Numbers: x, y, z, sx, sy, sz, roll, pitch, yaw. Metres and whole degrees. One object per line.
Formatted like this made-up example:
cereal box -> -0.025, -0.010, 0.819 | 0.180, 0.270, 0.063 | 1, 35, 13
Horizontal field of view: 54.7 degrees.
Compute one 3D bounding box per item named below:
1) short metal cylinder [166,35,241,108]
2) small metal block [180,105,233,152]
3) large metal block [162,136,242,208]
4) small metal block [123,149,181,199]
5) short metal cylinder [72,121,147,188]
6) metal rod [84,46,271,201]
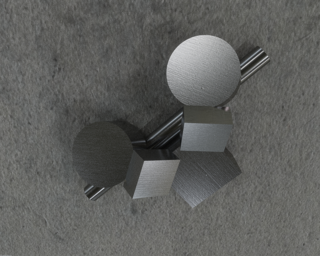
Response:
short metal cylinder -> 0.053, -0.062, 0.360 | 0.080, 0.050, 0.079 | 0, 92, 15
small metal block -> 0.050, 0.002, 0.346 | 0.050, 0.025, 0.050 | 2, 141, -1
large metal block -> 0.047, 0.045, 0.413 | 0.080, 0.050, 0.080 | -40, 106, 13
small metal block -> -0.010, 0.053, 0.364 | 0.050, 0.025, 0.050 | 3, 114, -36
short metal cylinder -> -0.062, 0.031, 0.393 | 0.080, 0.050, 0.079 | 0, 92, 15
metal rod -> 0.014, 0.002, 0.411 | 0.300, 0.025, 0.025 | -39, 106, 13
